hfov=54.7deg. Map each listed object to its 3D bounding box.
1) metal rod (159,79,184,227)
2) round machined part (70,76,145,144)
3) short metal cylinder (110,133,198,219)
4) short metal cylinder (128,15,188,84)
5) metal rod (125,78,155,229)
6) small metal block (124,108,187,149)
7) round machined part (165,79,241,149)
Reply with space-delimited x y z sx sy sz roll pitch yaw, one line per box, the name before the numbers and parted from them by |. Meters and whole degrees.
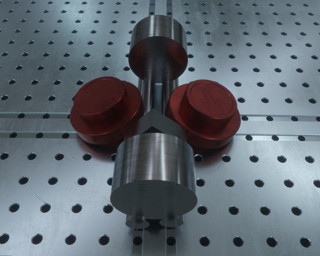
metal rod | 0.014 -0.016 0.420 0.025 0.025 0.300 1 50 1
round machined part | -0.072 -0.030 0.405 0.098 0.042 0.098 -9 49 11
short metal cylinder | -0.005 0.049 0.302 0.080 0.080 0.050 1 50 0
short metal cylinder | -0.002 -0.109 0.435 0.080 0.080 0.050 1 50 0
metal rod | -0.021 -0.015 0.419 0.025 0.025 0.300 1 50 1
small metal block | -0.006 0.011 0.351 0.050 0.050 0.025 30 42 -30
round machined part | 0.059 -0.025 0.400 0.099 0.042 0.098 10 49 -11
